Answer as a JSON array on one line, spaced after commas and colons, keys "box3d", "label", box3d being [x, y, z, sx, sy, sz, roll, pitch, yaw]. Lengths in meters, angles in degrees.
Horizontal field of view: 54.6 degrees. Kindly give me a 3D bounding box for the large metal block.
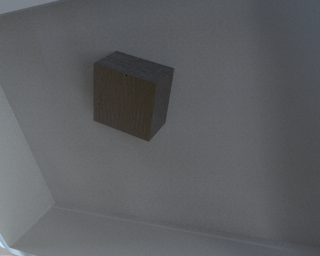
[{"box3d": [-0.034, -0.041, 0.386, 0.080, 0.050, 0.079, 20, 126, 16], "label": "large metal block"}]
